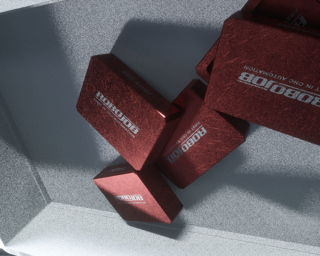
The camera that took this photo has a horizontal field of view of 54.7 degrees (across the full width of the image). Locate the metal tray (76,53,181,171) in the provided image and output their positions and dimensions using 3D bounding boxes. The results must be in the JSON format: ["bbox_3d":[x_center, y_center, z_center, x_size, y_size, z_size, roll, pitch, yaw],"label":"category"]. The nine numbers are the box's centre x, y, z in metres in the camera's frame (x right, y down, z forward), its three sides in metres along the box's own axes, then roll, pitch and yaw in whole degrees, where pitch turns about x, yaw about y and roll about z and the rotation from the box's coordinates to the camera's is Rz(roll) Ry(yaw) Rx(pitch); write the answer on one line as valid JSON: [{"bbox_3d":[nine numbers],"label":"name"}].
[{"bbox_3d":[-0.045,-0.021,0.389,0.130,0.030,0.089,42,127,19],"label":"metal tray"}]

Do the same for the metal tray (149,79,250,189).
[{"bbox_3d":[0.036,0.013,0.393,0.090,0.030,0.129,42,129,-1],"label":"metal tray"}]

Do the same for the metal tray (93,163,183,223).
[{"bbox_3d":[-0.037,0.097,0.462,0.130,0.030,0.090,-19,110,51],"label":"metal tray"}]

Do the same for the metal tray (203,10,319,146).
[{"bbox_3d":[0.113,-0.043,0.279,0.130,0.030,0.089,21,126,15],"label":"metal tray"}]

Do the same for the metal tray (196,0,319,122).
[{"bbox_3d":[0.108,-0.078,0.299,0.090,0.030,0.129,40,129,0],"label":"metal tray"}]
